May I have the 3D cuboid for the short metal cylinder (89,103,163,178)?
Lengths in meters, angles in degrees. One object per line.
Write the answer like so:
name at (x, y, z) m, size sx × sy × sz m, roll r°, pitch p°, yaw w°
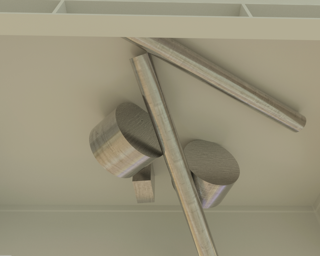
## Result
short metal cylinder at (-0.040, 0.015, 0.385) m, size 0.080 × 0.080 × 0.050 m, roll 36°, pitch 121°, yaw -27°

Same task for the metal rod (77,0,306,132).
metal rod at (0.053, -0.065, 0.354) m, size 0.302 × 0.025 × 0.025 m, roll 25°, pitch 126°, yaw -20°

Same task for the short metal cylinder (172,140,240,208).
short metal cylinder at (0.062, 0.063, 0.427) m, size 0.081 × 0.080 × 0.050 m, roll 13°, pitch 129°, yaw -11°

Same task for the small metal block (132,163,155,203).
small metal block at (-0.023, 0.075, 0.456) m, size 0.025 × 0.050 × 0.050 m, roll -5°, pitch 130°, yaw 3°

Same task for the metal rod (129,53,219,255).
metal rod at (0.025, 0.056, 0.379) m, size 0.025 × 0.025 × 0.298 m, roll -16°, pitch 104°, yaw 12°
